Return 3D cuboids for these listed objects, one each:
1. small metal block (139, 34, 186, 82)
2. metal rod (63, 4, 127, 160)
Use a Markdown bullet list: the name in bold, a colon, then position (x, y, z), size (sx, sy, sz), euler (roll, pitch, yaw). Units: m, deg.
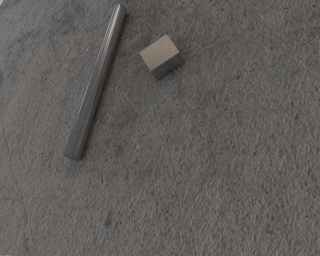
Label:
- **small metal block**: position (0.003, -0.106, 0.467), size (0.050, 0.025, 0.050), euler (-33, 52, 6)
- **metal rod**: position (-0.100, -0.090, 0.510), size (0.025, 0.025, 0.300), euler (-3, 60, 27)
